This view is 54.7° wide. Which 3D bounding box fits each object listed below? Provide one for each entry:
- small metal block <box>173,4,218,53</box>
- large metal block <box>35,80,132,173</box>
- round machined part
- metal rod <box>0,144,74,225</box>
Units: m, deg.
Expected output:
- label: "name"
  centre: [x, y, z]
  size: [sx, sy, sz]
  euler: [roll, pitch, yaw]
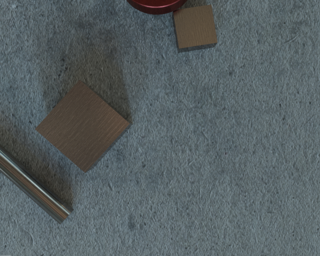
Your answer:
- label: "small metal block"
  centre: [0.045, -0.131, 0.411]
  size: [0.050, 0.025, 0.050]
  euler: [-9, 90, -1]
- label: "large metal block"
  centre: [-0.093, -0.002, 0.396]
  size: [0.080, 0.050, 0.080]
  euler: [42, 90, -1]
- label: "round machined part"
  centre: [-0.003, -0.192, 0.398]
  size: [0.099, 0.042, 0.097]
  euler: [0, 85, 2]
- label: "metal rod"
  centre: [-0.234, 0.017, 0.406]
  size: [0.300, 0.025, 0.025]
  euler: [42, 90, -1]
